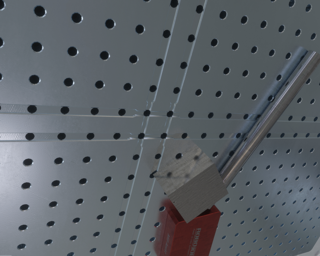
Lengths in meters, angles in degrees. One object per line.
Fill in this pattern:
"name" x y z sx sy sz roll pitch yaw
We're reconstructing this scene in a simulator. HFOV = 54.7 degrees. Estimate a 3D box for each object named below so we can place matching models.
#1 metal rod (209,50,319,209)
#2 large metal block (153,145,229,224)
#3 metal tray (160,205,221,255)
"metal rod" 0.158 0.010 0.504 0.025 0.025 0.299 24 106 -37
"large metal block" 0.049 0.086 0.475 0.080 0.050 0.080 -34 129 -6
"metal tray" 0.053 0.198 0.560 0.091 0.030 0.129 -7 122 -25
